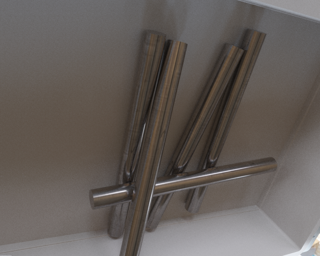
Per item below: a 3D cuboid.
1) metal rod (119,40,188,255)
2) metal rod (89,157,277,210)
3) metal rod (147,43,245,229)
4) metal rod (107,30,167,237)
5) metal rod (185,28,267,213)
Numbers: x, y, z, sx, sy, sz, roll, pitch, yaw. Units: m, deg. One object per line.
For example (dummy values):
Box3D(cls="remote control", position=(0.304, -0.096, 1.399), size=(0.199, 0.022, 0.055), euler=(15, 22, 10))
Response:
Box3D(cls="metal rod", position=(-0.012, 0.044, 0.380), size=(0.025, 0.025, 0.298), euler=(8, 99, -32))
Box3D(cls="metal rod", position=(0.051, 0.075, 0.450), size=(0.303, 0.025, 0.025), euler=(-6, 121, -26))
Box3D(cls="metal rod", position=(0.041, 0.024, 0.447), size=(0.025, 0.025, 0.298), euler=(11, 113, -33))
Box3D(cls="metal rod", position=(-0.036, 0.026, 0.406), size=(0.025, 0.025, 0.298), euler=(-1, 119, -28))
Box3D(cls="metal rod", position=(0.090, 0.005, 0.463), size=(0.025, 0.025, 0.298), euler=(1, 118, -29))
